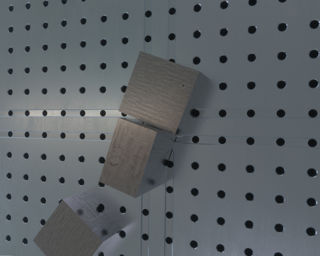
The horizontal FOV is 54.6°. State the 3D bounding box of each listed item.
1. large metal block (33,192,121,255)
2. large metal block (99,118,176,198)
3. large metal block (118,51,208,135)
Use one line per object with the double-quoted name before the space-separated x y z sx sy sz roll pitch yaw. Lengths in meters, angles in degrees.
"large metal block" -0.118 0.153 0.442 0.080 0.050 0.080 41 103 15
"large metal block" -0.024 0.034 0.392 0.050 0.080 0.080 20 97 19
"large metal block" 0.005 -0.043 0.398 0.080 0.050 0.080 23 98 18
